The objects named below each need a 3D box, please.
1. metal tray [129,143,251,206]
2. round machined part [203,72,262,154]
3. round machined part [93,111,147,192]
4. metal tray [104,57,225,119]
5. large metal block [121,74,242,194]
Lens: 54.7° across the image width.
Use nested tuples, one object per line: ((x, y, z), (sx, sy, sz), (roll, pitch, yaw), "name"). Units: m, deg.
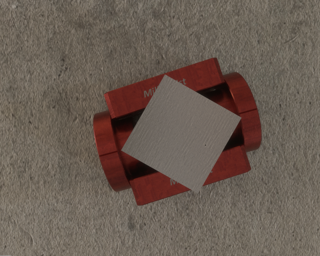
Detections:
((0.033, 0.051, 0.378), (0.131, 0.090, 0.030), (-17, 90, -1), "metal tray")
((0.082, -0.015, 0.375), (0.042, 0.098, 0.097), (-16, 90, 0), "round machined part")
((-0.044, 0.024, 0.374), (0.042, 0.098, 0.097), (-16, 90, 0), "round machined part")
((0.005, -0.044, 0.380), (0.131, 0.090, 0.030), (-18, 90, -1), "metal tray")
((0.019, 0.005, 0.306), (0.080, 0.050, 0.080), (30, 90, -1), "large metal block")
